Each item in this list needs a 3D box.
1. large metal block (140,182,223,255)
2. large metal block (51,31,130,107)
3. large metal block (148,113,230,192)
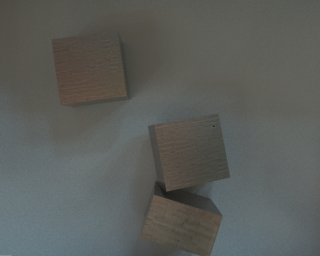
[{"bbox_3d":[0.024,0.109,0.384,0.080,0.080,0.050,17,90,-1],"label":"large metal block"},{"bbox_3d":[-0.086,-0.073,0.398,0.081,0.050,0.080,-8,90,-1],"label":"large metal block"},{"bbox_3d":[0.035,0.029,0.393,0.081,0.050,0.080,-10,90,-11],"label":"large metal block"}]
